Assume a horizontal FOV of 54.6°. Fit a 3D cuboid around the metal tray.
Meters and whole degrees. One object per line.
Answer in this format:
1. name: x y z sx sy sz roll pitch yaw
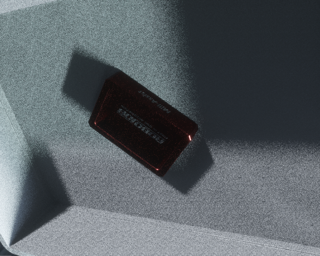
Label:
1. metal tray: -0.026 -0.003 0.417 0.130 0.030 0.089 36 129 4
